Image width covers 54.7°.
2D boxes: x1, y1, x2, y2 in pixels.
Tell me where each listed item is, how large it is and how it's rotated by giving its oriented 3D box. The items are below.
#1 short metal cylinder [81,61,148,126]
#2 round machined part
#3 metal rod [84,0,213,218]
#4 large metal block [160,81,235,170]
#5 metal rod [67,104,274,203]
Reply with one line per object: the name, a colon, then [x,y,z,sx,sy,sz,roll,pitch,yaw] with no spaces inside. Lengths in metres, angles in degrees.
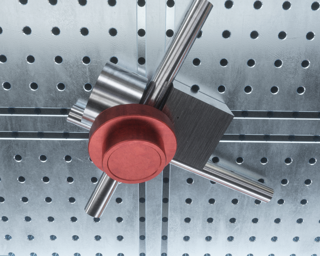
short metal cylinder: [-0.054,-0.033,0.371,0.050,0.080,0.080,24,108,-9]
round machined part: [-0.029,0.024,0.343,0.099,0.042,0.097,-5,130,-5]
metal rod: [-0.019,-0.018,0.386,0.025,0.025,0.298,27,100,-10]
large metal block: [0.034,-0.005,0.395,0.080,0.050,0.080,24,108,-9]
metal rod: [0.021,0.038,0.427,0.302,0.025,0.025,23,108,-9]
